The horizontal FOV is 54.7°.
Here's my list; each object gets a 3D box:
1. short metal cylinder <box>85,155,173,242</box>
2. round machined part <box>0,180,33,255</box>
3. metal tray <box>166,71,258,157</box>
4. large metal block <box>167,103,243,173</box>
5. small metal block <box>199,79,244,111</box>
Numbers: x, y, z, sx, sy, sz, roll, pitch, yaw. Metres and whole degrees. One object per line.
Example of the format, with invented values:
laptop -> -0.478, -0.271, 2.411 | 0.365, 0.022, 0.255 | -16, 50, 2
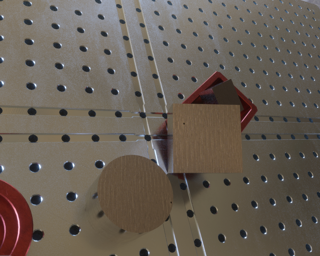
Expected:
short metal cylinder -> -0.033, 0.075, 0.328 | 0.081, 0.050, 0.080 | 14, 56, -21
round machined part -> -0.160, 0.091, 0.255 | 0.099, 0.042, 0.098 | 14, 56, -21
metal tray -> 0.081, -0.020, 0.460 | 0.090, 0.030, 0.131 | 44, 51, 2
large metal block -> 0.052, 0.015, 0.381 | 0.081, 0.050, 0.080 | 1, 80, -6
small metal block -> 0.090, -0.039, 0.453 | 0.050, 0.025, 0.050 | -29, 97, -40
